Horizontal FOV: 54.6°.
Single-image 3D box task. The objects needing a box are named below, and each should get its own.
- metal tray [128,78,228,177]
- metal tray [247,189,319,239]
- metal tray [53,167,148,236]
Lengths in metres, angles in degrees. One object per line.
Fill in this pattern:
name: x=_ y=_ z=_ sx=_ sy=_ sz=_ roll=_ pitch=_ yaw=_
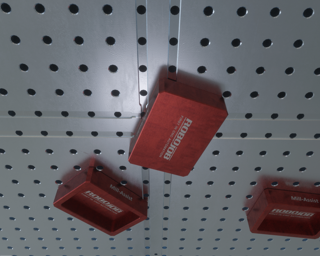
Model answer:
metal tray: x=0.020 y=0.005 z=0.413 sx=0.091 sy=0.030 sz=0.129 roll=16 pitch=128 yaw=-14
metal tray: x=0.230 y=0.151 z=0.537 sx=0.131 sy=0.030 sz=0.089 roll=8 pitch=130 yaw=-7
metal tray: x=-0.095 y=0.126 z=0.514 sx=0.090 sy=0.030 sz=0.130 roll=-35 pitch=122 yaw=26
